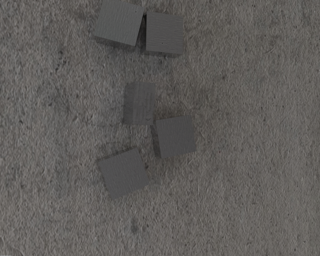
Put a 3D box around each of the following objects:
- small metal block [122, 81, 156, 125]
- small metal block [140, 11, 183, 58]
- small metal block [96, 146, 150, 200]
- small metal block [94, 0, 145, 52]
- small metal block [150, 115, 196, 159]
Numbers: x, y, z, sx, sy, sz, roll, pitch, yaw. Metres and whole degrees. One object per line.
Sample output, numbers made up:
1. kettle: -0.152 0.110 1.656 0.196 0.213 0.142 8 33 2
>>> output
1. small metal block: -0.027 -0.029 0.385 0.025 0.050 0.050 4 89 -20
2. small metal block: 0.002 -0.122 0.409 0.050 0.025 0.050 1 90 -20
3. small metal block: -0.047 0.056 0.392 0.050 0.025 0.050 -20 97 -19
4. small metal block: -0.050 -0.127 0.384 0.050 0.025 0.050 14 85 -5
5. small metal block: 0.017 0.011 0.415 0.050 0.025 0.050 -10 94 -20
